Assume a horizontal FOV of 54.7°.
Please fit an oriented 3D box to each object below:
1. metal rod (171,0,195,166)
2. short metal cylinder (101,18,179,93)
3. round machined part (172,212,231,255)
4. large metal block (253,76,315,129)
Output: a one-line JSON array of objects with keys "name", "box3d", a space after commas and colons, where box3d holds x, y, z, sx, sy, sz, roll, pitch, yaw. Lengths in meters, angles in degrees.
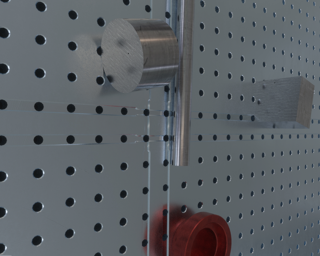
[{"name": "metal rod", "box3d": [0.034, -0.097, 0.437, 0.025, 0.025, 0.298, 3, 88, -40]}, {"name": "short metal cylinder", "box3d": [-0.024, -0.083, 0.353, 0.050, 0.080, 0.079, -16, 101, -39]}, {"name": "round machined part", "box3d": [0.056, 0.170, 0.446, 0.099, 0.042, 0.097, 0, 90, -40]}, {"name": "large metal block", "box3d": [0.224, -0.044, 0.562, 0.050, 0.080, 0.080, 19, 78, -39]}]
